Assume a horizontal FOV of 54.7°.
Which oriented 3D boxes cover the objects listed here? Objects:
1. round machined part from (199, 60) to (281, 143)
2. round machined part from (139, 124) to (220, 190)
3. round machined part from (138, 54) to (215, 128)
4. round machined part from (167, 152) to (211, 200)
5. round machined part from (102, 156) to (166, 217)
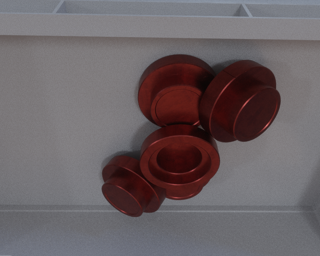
[{"bbox_3d":[0.096,-0.023,0.349,0.099,0.042,0.097,-20,132,-24],"label":"round machined part"},{"bbox_3d":[0.024,0.032,0.395,0.099,0.042,0.097,-1,130,0],"label":"round machined part"},{"bbox_3d":[0.023,-0.034,0.367,0.099,0.042,0.097,-1,130,0],"label":"round machined part"},{"bbox_3d":[0.028,0.069,0.455,0.099,0.042,0.097,-1,130,0],"label":"round machined part"},{"bbox_3d":[-0.044,0.089,0.444,0.098,0.042,0.097,21,138,21],"label":"round machined part"}]
